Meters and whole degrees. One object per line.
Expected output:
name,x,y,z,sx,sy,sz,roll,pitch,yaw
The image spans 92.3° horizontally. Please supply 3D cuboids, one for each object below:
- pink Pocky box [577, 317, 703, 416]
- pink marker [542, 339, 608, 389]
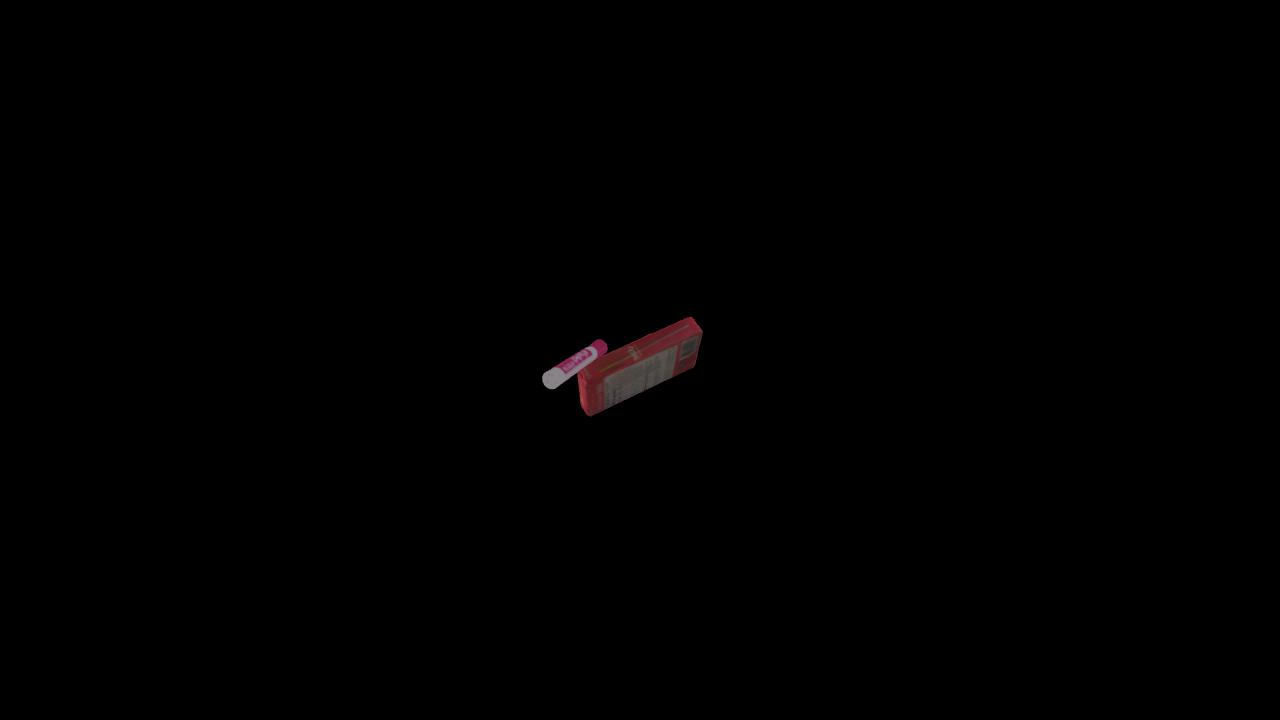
pink Pocky box,-0.001,0.008,0.735,0.155,0.029,0.084,-25,-27,-16
pink marker,-0.066,0.002,0.656,0.020,0.020,0.121,0,18,23
